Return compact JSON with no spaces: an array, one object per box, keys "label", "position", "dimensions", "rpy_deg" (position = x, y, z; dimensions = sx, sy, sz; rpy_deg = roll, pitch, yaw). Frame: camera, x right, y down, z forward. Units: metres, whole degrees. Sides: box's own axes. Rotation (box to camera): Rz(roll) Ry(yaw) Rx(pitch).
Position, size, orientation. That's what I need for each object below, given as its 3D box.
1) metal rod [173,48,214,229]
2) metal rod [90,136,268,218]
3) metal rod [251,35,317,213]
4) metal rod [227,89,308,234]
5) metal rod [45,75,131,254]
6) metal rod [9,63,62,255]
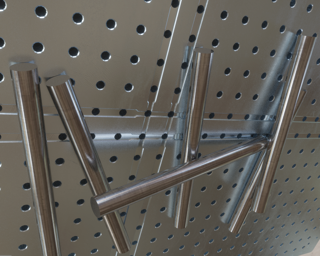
[{"label":"metal rod","position":[0.044,0.034,0.455],"dimensions":[0.025,0.025,0.298],"rpy_deg":[-10,123,-23]},{"label":"metal rod","position":[0.048,0.058,0.435],"dimensions":[0.302,0.025,0.025],"rpy_deg":[-15,125,-34]},{"label":"metal rod","position":[0.192,0.006,0.497],"dimensions":[0.025,0.025,0.298],"rpy_deg":[-4,114,-27]},{"label":"metal rod","position":[0.183,0.068,0.552],"dimensions":[0.025,0.025,0.298],"rpy_deg":[2,118,-29]},{"label":"metal rod","position":[-0.082,0.070,0.408],"dimensions":[0.025,0.025,0.299],"rpy_deg":[-22,127,-15]},{"label":"metal rod","position":[-0.143,0.070,0.375],"dimensions":[0.025,0.025,0.298],"rpy_deg":[-10,123,-23]}]
